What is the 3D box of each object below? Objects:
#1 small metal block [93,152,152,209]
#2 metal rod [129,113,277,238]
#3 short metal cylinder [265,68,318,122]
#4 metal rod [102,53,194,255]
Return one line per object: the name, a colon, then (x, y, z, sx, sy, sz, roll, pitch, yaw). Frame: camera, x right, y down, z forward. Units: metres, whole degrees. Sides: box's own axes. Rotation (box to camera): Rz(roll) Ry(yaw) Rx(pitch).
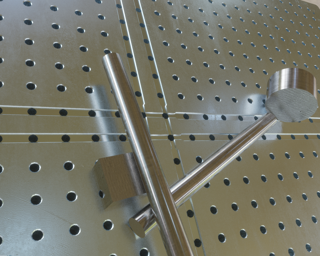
small metal block: (-0.041, 0.057, 0.351, 0.050, 0.025, 0.050, -9, 66, -32)
metal rod: (0.079, 0.046, 0.422, 0.302, 0.025, 0.025, -30, 79, -38)
short metal cylinder: (0.222, -0.055, 0.526, 0.080, 0.080, 0.050, 28, 52, -11)
metal rod: (-0.013, 0.041, 0.344, 0.025, 0.025, 0.299, -7, 64, -31)
